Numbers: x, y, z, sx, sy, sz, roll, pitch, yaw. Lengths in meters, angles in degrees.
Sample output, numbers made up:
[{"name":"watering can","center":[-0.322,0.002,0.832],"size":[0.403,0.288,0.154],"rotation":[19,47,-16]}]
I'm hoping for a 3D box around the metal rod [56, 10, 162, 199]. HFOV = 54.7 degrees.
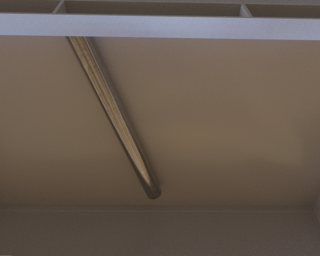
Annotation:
[{"name":"metal rod","center":[-0.051,-0.004,0.404],"size":[0.025,0.025,0.299],"rotation":[-13,129,10]}]
